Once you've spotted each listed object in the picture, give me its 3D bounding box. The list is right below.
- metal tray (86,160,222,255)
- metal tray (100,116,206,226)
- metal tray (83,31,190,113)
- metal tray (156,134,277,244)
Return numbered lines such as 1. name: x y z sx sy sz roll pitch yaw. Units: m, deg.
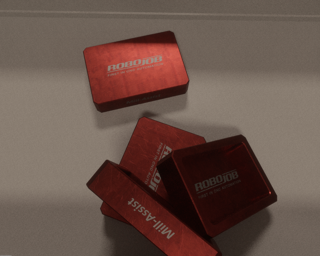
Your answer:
1. metal tray: -0.004 0.087 0.309 0.130 0.090 0.030 37 83 12
2. metal tray: -0.006 0.060 0.385 0.090 0.030 0.130 20 71 6
3. metal tray: -0.034 -0.080 0.436 0.131 0.030 0.090 -13 71 -5
4. metal tray: 0.068 0.061 0.347 0.131 0.030 0.090 -9 68 -42
